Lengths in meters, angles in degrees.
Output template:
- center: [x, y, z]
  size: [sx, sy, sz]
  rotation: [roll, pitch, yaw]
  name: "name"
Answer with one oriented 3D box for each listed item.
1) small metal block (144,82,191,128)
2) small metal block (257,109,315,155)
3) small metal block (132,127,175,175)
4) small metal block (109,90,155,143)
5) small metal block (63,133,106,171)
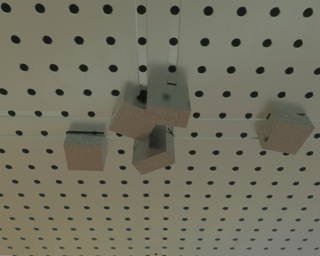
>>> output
- center: [0.008, -0.028, 0.371]
  size: [0.050, 0.050, 0.025]
  rotation: [7, 130, -6]
  name: "small metal block"
- center: [0.168, 0.006, 0.418]
  size: [0.050, 0.025, 0.050]
  rotation: [10, 129, -9]
  name: "small metal block"
- center: [-0.008, 0.030, 0.421]
  size: [0.050, 0.050, 0.025]
  rotation: [-22, 127, 17]
  name: "small metal block"
- center: [-0.032, -0.014, 0.399]
  size: [0.050, 0.025, 0.050]
  rotation: [20, 127, -17]
  name: "small metal block"
- center: [-0.105, 0.034, 0.440]
  size: [0.050, 0.025, 0.050]
  rotation: [2, 130, -2]
  name: "small metal block"
